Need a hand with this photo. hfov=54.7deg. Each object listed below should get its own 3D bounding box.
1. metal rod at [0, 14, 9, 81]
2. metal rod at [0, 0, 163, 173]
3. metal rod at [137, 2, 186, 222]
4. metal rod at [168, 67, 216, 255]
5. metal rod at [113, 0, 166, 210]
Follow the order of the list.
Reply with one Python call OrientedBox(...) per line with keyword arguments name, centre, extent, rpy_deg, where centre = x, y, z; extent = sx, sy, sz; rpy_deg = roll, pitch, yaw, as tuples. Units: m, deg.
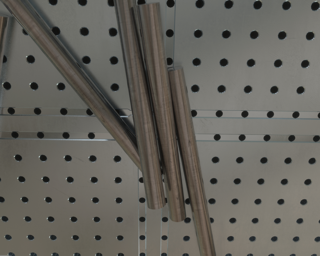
OrientedBox(name="metal rod", centre=(-0.235, 0.000, 0.410), extent=(0.025, 0.025, 0.298), rpy_deg=(17, 109, -7))
OrientedBox(name="metal rod", centre=(-0.092, -0.047, 0.394), extent=(0.025, 0.025, 0.300), rpy_deg=(-34, 107, 11))
OrientedBox(name="metal rod", centre=(0.007, -0.002, 0.400), extent=(0.025, 0.025, 0.298), rpy_deg=(-7, 115, 2))
OrientedBox(name="metal rod", centre=(0.046, 0.063, 0.437), extent=(0.025, 0.025, 0.298), rpy_deg=(-11, 110, 3))
OrientedBox(name="metal rod", centre=(-0.025, -0.039, 0.382), extent=(0.025, 0.025, 0.298), rpy_deg=(-8, 104, 2))
